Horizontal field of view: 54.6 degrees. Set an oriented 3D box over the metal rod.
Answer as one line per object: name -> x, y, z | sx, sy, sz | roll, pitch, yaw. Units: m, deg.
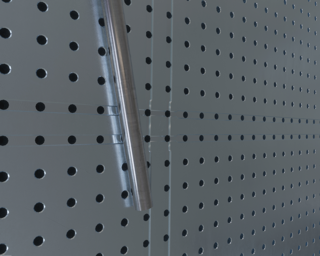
metal rod -> -0.042, -0.047, 0.372 | 0.025, 0.025, 0.298 | -14, 99, -39
